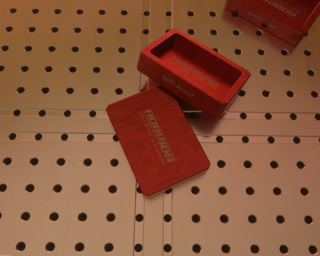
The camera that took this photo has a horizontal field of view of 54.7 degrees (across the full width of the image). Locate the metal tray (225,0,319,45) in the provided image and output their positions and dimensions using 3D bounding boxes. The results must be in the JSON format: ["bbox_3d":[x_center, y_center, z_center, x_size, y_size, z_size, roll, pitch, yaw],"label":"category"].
[{"bbox_3d":[0.181,-0.198,0.483,0.130,0.030,0.090,34,73,11],"label":"metal tray"}]

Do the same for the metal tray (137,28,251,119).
[{"bbox_3d":[0.046,-0.077,0.419,0.130,0.030,0.090,34,49,11],"label":"metal tray"}]

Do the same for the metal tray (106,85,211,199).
[{"bbox_3d":[-0.004,0.015,0.404,0.091,0.030,0.130,-23,72,-9],"label":"metal tray"}]
